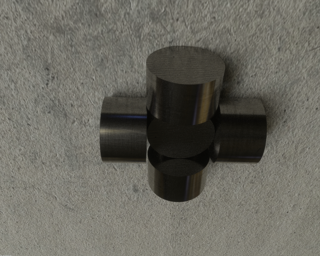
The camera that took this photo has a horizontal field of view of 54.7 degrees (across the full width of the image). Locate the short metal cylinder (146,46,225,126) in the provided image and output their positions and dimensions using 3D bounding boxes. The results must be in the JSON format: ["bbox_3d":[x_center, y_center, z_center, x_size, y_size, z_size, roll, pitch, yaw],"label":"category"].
[{"bbox_3d":[0.025,-0.047,0.332,0.081,0.080,0.050,1,130,-2],"label":"short metal cylinder"}]

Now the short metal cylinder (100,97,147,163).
[{"bbox_3d":[-0.041,0.002,0.375,0.050,0.080,0.079,2,130,-2],"label":"short metal cylinder"}]

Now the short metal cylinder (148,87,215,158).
[{"bbox_3d":[0.025,-0.008,0.386,0.081,0.050,0.079,0,130,0],"label":"short metal cylinder"}]

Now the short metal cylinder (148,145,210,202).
[{"bbox_3d":[0.024,0.052,0.417,0.081,0.080,0.050,0,130,-1],"label":"short metal cylinder"}]

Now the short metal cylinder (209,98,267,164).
[{"bbox_3d":[0.090,0.003,0.377,0.050,0.080,0.079,2,130,-2],"label":"short metal cylinder"}]
